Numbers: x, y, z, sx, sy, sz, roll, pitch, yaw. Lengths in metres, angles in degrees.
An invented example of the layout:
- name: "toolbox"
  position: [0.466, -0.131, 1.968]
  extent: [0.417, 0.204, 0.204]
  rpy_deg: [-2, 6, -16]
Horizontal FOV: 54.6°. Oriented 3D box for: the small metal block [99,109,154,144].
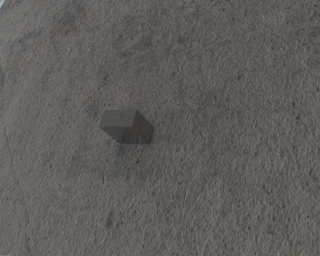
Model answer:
- name: "small metal block"
  position: [-0.043, -0.001, 0.412]
  extent: [0.050, 0.050, 0.025]
  rpy_deg: [0, 62, 28]
